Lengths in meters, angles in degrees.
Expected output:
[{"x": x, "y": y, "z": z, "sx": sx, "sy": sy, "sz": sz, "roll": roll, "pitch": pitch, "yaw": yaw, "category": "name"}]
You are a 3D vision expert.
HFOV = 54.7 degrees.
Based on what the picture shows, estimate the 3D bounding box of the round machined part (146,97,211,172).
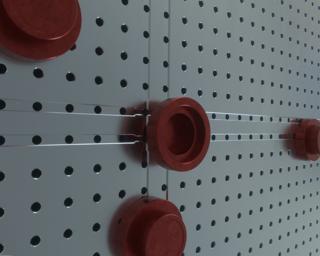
[{"x": 0.020, "y": 0.008, "z": 0.417, "sx": 0.099, "sy": 0.042, "sz": 0.097, "roll": 0, "pitch": 90, "yaw": -40, "category": "round machined part"}]

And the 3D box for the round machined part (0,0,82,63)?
[{"x": -0.120, "y": -0.115, "z": 0.298, "sx": 0.099, "sy": 0.042, "sz": 0.097, "roll": 0, "pitch": 90, "yaw": -40, "category": "round machined part"}]

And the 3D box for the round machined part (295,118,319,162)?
[{"x": 0.346, "y": 0.027, "z": 0.693, "sx": 0.099, "sy": 0.042, "sz": 0.097, "roll": 0, "pitch": 90, "yaw": -40, "category": "round machined part"}]

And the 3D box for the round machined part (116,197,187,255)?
[{"x": -0.004, "y": 0.141, "z": 0.397, "sx": 0.099, "sy": 0.042, "sz": 0.097, "roll": 0, "pitch": 90, "yaw": -40, "category": "round machined part"}]
